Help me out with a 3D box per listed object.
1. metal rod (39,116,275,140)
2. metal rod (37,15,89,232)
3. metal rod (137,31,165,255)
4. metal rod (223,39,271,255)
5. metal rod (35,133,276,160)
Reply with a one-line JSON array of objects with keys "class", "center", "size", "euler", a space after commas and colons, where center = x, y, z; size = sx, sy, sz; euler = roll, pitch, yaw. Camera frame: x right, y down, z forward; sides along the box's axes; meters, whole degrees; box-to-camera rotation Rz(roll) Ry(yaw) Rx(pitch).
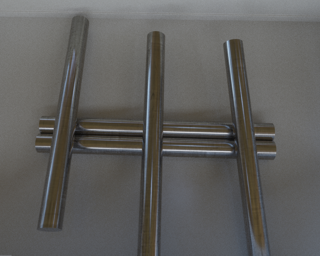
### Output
[{"class": "metal rod", "center": [-0.004, 0.001, 0.408], "size": [0.302, 0.025, 0.025], "euler": [2, 70, 0]}, {"class": "metal rod", "center": [-0.116, -0.026, 0.391], "size": [0.025, 0.025, 0.299], "euler": [-1, 62, -1]}, {"class": "metal rod", "center": [-0.009, 0.014, 0.377], "size": [0.025, 0.025, 0.299], "euler": [1, 70, 0]}, {"class": "metal rod", "center": [0.105, 0.036, 0.373], "size": [0.025, 0.025, 0.298], "euler": [-4, 78, -2]}, {"class": "metal rod", "center": [-0.005, 0.024, 0.400], "size": [0.302, 0.025, 0.025], "euler": [2, 70, 0]}]
